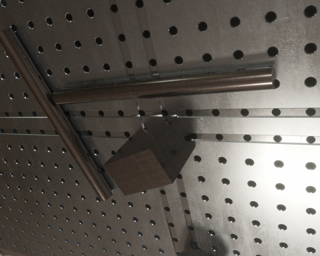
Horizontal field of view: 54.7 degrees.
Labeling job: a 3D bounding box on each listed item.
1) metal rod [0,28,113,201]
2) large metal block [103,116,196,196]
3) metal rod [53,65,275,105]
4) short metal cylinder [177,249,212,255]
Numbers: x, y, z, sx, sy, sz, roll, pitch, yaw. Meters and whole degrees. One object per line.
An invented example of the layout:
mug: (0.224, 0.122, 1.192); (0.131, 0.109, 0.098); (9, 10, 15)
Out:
metal rod: (-0.157, -0.010, 0.484); (0.025, 0.025, 0.299); (-15, 111, 34)
large metal block: (-0.012, 0.036, 0.403); (0.080, 0.080, 0.050); (-22, 107, 36)
metal rod: (-0.016, -0.049, 0.387); (0.300, 0.025, 0.025); (-1, 118, 28)
short metal cylinder: (0.055, 0.244, 0.497); (0.080, 0.080, 0.050); (22, 127, 14)
